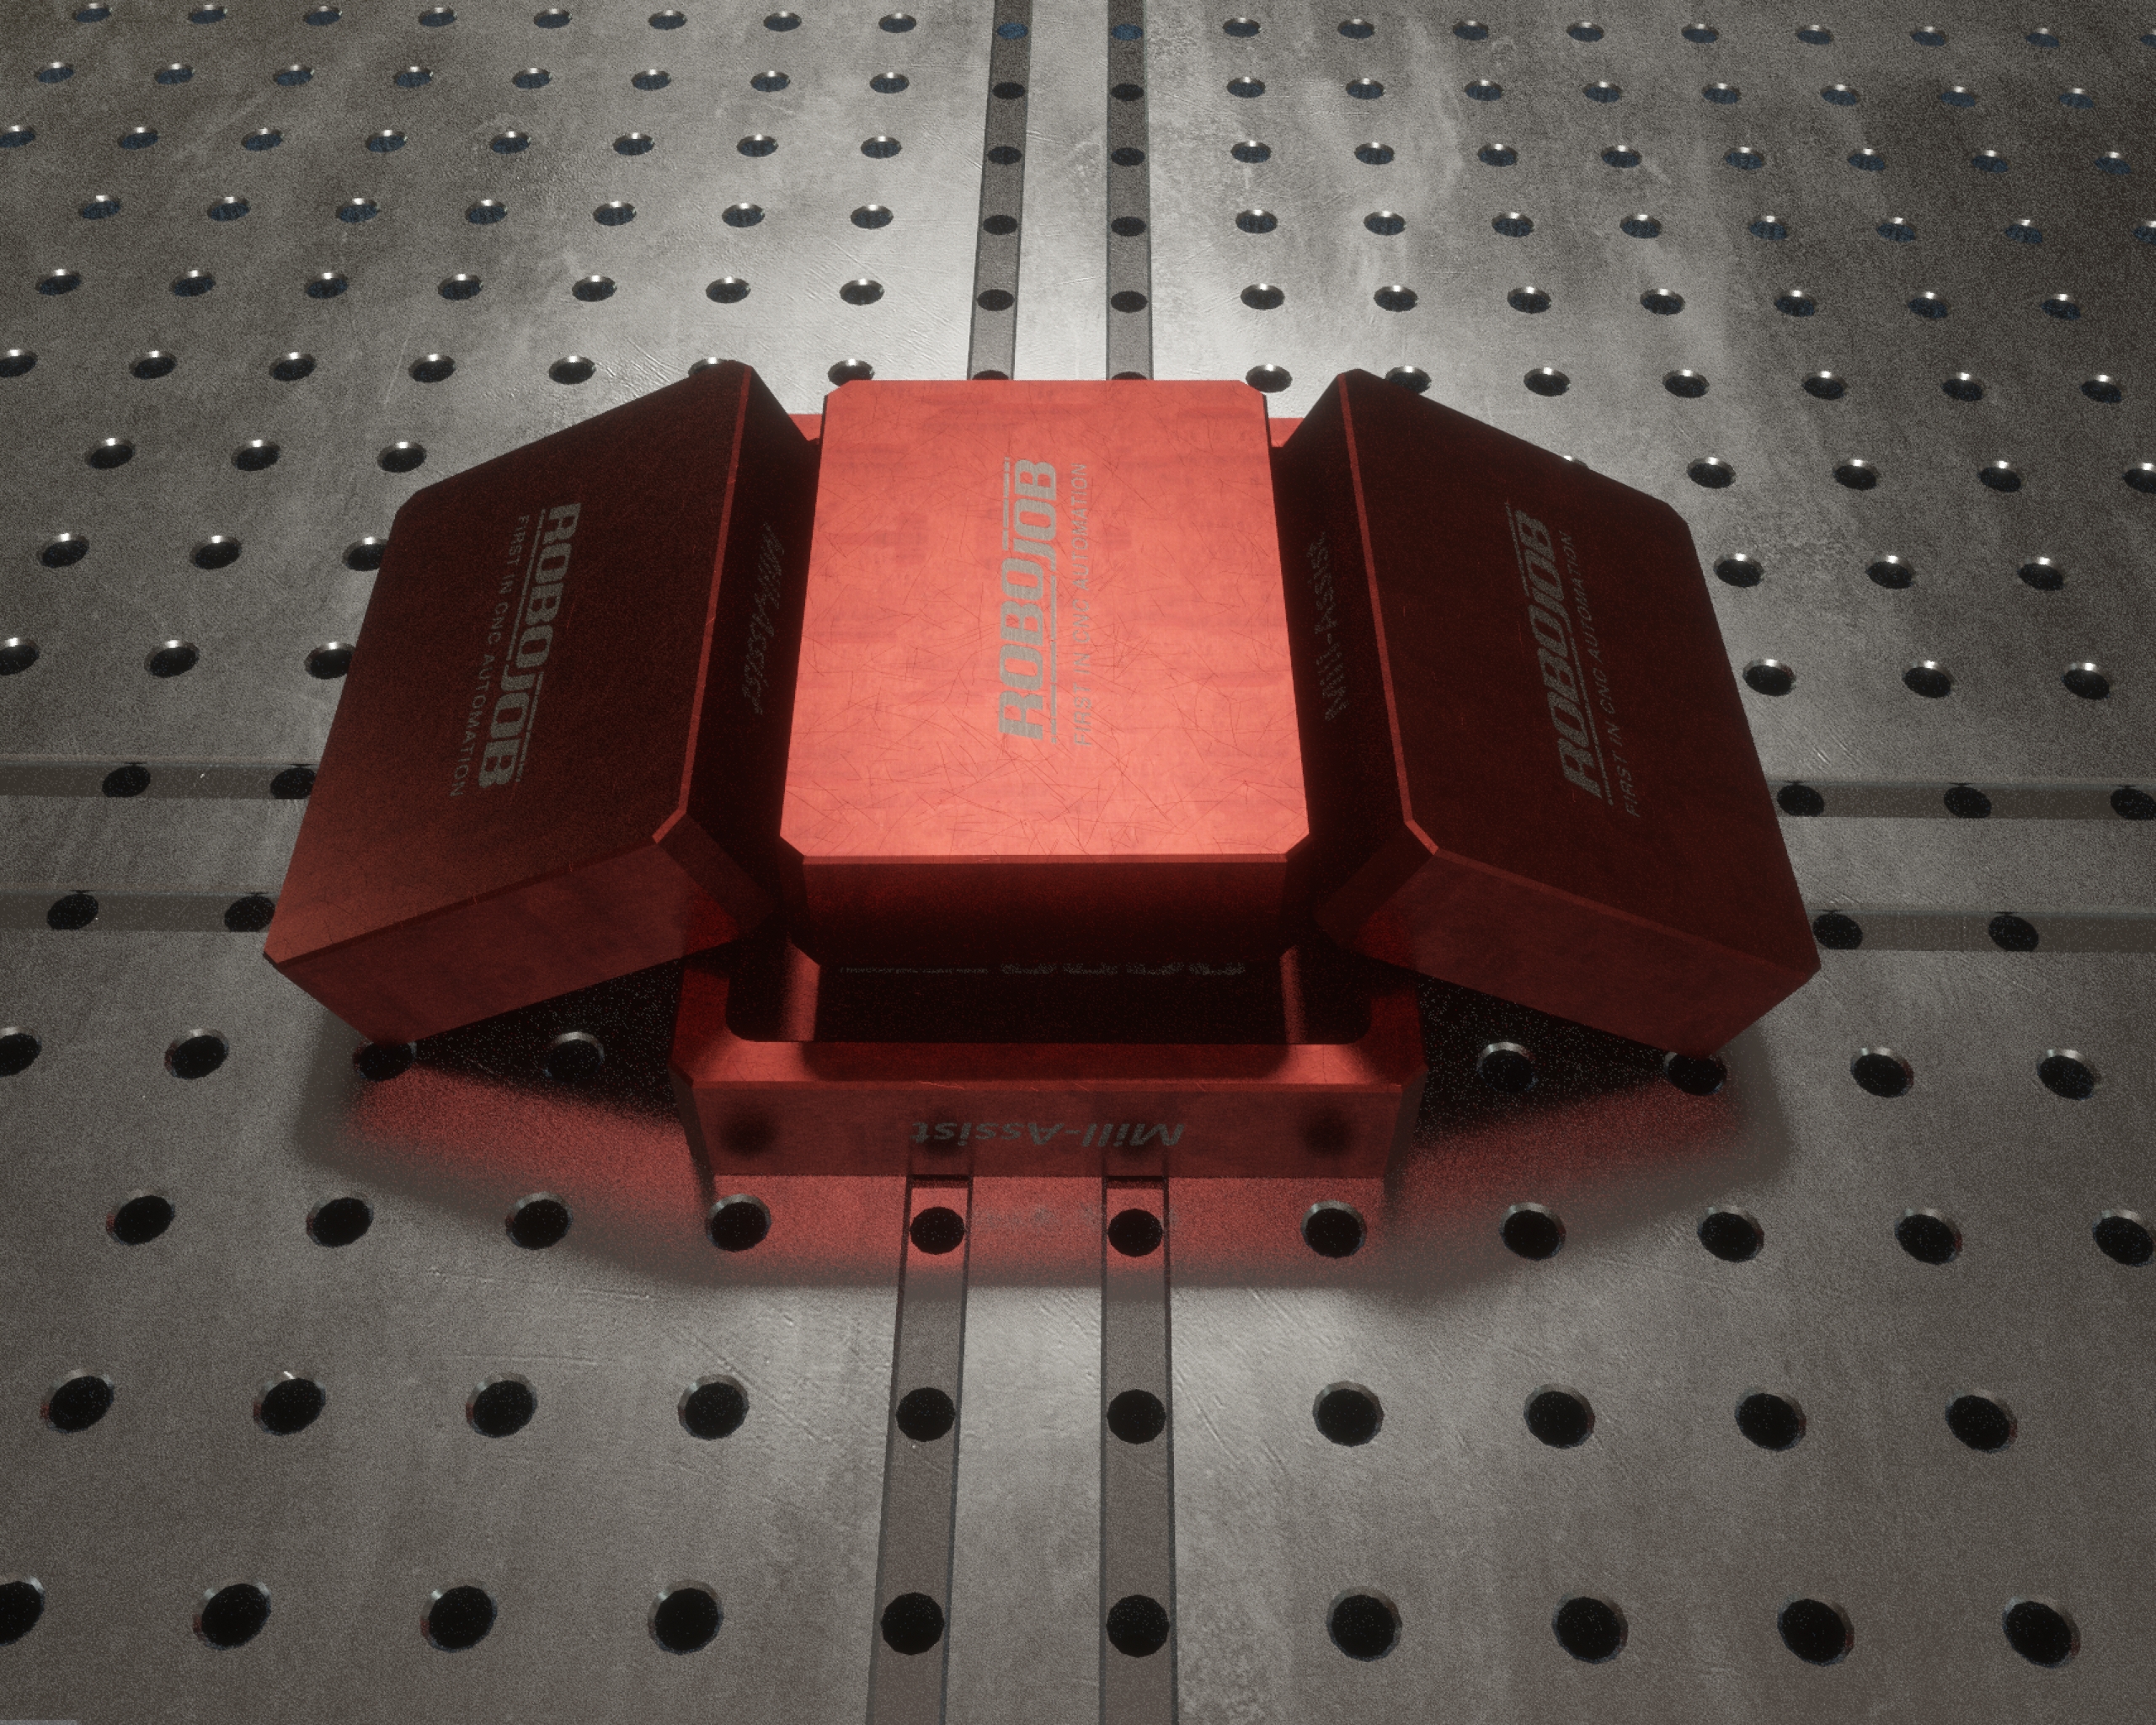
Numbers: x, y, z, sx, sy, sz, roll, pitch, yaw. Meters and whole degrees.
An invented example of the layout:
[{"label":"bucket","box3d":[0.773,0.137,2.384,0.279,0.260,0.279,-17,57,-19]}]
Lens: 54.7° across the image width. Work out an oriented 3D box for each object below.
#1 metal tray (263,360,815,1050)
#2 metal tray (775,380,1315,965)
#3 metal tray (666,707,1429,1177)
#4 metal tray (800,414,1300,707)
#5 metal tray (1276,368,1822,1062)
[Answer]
[{"label":"metal tray","box3d":[-0.100,-0.034,0.408,0.090,0.030,0.130,-17,47,19]},{"label":"metal tray","box3d":[-0.006,-0.041,0.399,0.091,0.030,0.130,0,50,-1]},{"label":"metal tray","box3d":[-0.005,0.013,0.394,0.131,0.030,0.090,0,50,0]},{"label":"metal tray","box3d":[-0.006,-0.057,0.452,0.131,0.030,0.090,0,50,0]},{"label":"metal tray","box3d":[0.087,-0.032,0.407,0.091,0.030,0.130,18,47,-21]}]
